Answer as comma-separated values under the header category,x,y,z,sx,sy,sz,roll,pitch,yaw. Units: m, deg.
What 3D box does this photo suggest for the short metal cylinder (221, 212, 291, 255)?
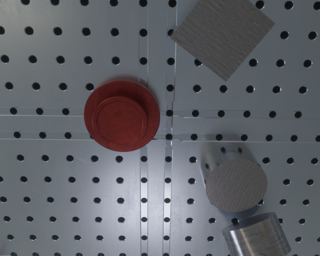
category,x,y,z,sx,sy,sz,roll,pitch,yaw
short metal cylinder,0.134,0.156,0.435,0.080,0.080,0.050,-22,77,8

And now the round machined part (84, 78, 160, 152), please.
category,x,y,z,sx,sy,sz,roll,pitch,yaw
round machined part,-0.049,-0.013,0.399,0.099,0.042,0.097,0,110,0

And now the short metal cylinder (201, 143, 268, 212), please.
category,x,y,z,sx,sy,sz,roll,pitch,yaw
short metal cylinder,0.099,0.067,0.426,0.081,0.050,0.079,0,110,0

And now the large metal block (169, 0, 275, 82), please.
category,x,y,z,sx,sy,sz,roll,pitch,yaw
large metal block,0.068,-0.114,0.359,0.080,0.050,0.080,35,106,-12
